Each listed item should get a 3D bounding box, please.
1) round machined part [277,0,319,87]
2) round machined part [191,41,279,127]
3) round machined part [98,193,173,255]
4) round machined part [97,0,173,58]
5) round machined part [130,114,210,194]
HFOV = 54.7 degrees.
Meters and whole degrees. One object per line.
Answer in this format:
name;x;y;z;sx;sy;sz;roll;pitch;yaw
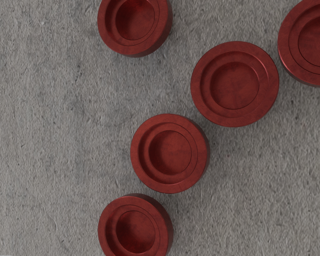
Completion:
round machined part;0.180;-0.092;0.336;0.098;0.042;0.097;0;90;20
round machined part;0.089;-0.050;0.368;0.098;0.042;0.097;0;90;20
round machined part;-0.029;0.135;0.410;0.098;0.042;0.097;0;90;20
round machined part;-0.029;-0.142;0.410;0.098;0.042;0.097;0;90;20
round machined part;0.015;0.031;0.394;0.098;0.042;0.097;0;90;20
